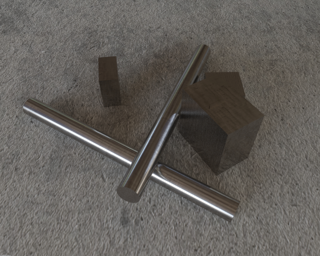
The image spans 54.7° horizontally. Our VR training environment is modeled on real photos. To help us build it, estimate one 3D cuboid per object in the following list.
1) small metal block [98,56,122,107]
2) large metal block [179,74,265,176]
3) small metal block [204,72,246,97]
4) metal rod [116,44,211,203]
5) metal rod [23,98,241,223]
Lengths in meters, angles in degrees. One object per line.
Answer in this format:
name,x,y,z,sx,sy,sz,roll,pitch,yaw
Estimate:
small metal block,-0.071,-0.066,0.442,0.025,0.050,0.050,-6,51,-6
large metal block,0.068,-0.004,0.372,0.050,0.080,0.080,-26,55,-20
small metal block,0.092,-0.056,0.451,0.050,0.025,0.050,-1,50,-2
metal rod,0.020,-0.031,0.408,0.025,0.025,0.301,16,45,12
metal rod,-0.049,0.030,0.377,0.301,0.025,0.025,25,54,19
